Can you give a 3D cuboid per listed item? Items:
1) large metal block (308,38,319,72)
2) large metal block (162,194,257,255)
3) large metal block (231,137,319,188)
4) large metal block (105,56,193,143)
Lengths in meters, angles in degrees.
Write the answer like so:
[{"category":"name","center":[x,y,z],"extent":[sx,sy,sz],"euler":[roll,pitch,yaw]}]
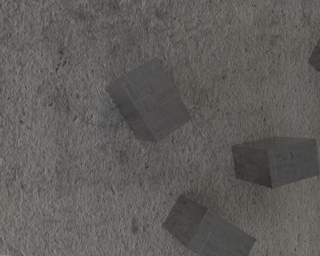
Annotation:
[{"category":"large metal block","center":[0.305,-0.123,0.508],"extent":[0.080,0.050,0.080],"euler":[32,80,-17]},{"category":"large metal block","center":[0.061,0.136,0.402],"extent":[0.080,0.080,0.050],"euler":[35,79,-17]},{"category":"large metal block","center":[0.161,0.045,0.439],"extent":[0.081,0.080,0.050],"euler":[-10,94,-20]},{"category":"large metal block","center":[-0.017,-0.031,0.373],"extent":[0.050,0.080,0.080],"euler":[-34,101,-17]}]
